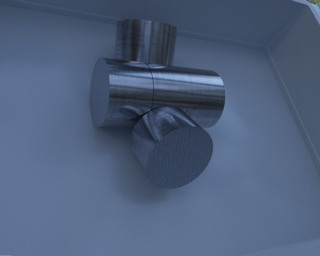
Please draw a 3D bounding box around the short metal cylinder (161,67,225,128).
[{"bbox_3d":[0.042,-0.040,0.415,0.050,0.080,0.080,1,61,-27],"label":"short metal cylinder"}]

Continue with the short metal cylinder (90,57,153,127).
[{"bbox_3d":[-0.048,-0.041,0.367,0.050,0.080,0.080,1,61,-27],"label":"short metal cylinder"}]

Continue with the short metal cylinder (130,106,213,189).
[{"bbox_3d":[0.012,0.022,0.352,0.081,0.079,0.050,0,28,-28],"label":"short metal cylinder"}]

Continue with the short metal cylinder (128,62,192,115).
[{"bbox_3d":[-0.003,-0.040,0.391,0.050,0.080,0.080,1,61,-27],"label":"short metal cylinder"}]

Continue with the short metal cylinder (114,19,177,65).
[{"bbox_3d":[-0.020,-0.111,0.416,0.081,0.080,0.050,2,99,-27],"label":"short metal cylinder"}]
